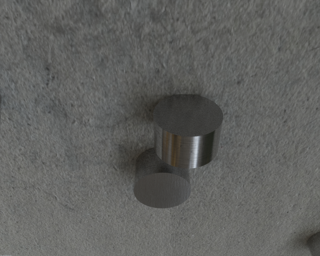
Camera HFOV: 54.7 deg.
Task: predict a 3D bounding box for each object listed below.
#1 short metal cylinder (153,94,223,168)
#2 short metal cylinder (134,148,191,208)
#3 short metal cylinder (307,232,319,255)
[{"bbox_3d":[0.033,0.002,0.374,0.081,0.080,0.050,0,130,0],"label":"short metal cylinder"},{"bbox_3d":[0.003,0.073,0.453,0.081,0.050,0.079,0,130,0],"label":"short metal cylinder"},{"bbox_3d":[0.336,0.240,0.601,0.081,0.050,0.079,0,130,0],"label":"short metal cylinder"}]
